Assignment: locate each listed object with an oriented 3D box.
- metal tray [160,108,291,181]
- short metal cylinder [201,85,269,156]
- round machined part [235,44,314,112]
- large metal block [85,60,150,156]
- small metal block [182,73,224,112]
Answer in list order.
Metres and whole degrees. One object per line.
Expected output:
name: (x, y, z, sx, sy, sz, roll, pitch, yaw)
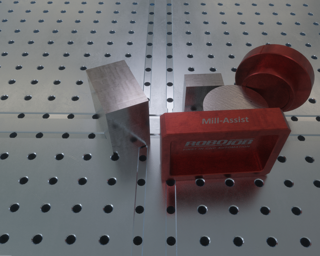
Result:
metal tray: (0.066, 0.021, 0.348, 0.131, 0.089, 0.030, -3, 50, -3)
short metal cylinder: (0.094, -0.010, 0.401, 0.081, 0.050, 0.080, 0, 50, 1)
round machined part: (0.146, -0.057, 0.409, 0.098, 0.097, 0.042, 22, 54, 17)
large metal block: (-0.052, -0.025, 0.393, 0.050, 0.080, 0.080, -19, 53, -15)
small metal block: (0.059, -0.048, 0.432, 0.050, 0.050, 0.025, -2, 50, -2)
